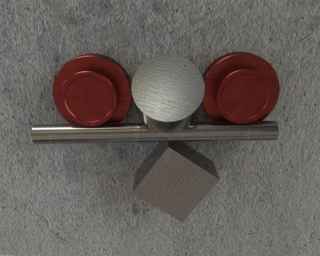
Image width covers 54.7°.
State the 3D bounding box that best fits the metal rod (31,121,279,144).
[{"bbox_3d":[-0.006,0.006,0.390,0.302,0.025,0.025,-1,110,0],"label":"metal rod"}]

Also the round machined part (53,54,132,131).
[{"bbox_3d":[-0.084,-0.040,0.385,0.099,0.042,0.097,0,110,0],"label":"round machined part"}]

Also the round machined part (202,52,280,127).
[{"bbox_3d":[0.101,-0.043,0.387,0.099,0.042,0.097,0,110,0],"label":"round machined part"}]

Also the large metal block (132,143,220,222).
[{"bbox_3d":[0.020,0.066,0.420,0.080,0.050,0.080,34,107,-12],"label":"large metal block"}]

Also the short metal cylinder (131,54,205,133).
[{"bbox_3d":[0.009,-0.038,0.364,0.080,0.050,0.080,0,75,0],"label":"short metal cylinder"}]
